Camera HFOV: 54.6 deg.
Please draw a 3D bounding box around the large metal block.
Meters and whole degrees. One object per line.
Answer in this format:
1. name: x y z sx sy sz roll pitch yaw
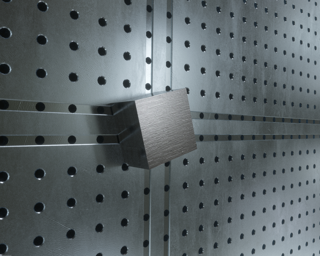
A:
1. large metal block: -0.006 -0.002 0.387 0.081 0.050 0.080 -19 102 -38
